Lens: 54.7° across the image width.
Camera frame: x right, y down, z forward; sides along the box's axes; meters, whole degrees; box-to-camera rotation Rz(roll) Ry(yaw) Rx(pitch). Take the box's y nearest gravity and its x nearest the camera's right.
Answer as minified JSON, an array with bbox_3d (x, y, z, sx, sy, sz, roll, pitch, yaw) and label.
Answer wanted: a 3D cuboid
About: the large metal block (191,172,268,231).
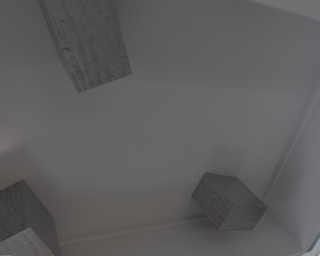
[{"bbox_3d":[0.113,0.121,0.509,0.081,0.080,0.050,14,111,-34],"label":"large metal block"}]

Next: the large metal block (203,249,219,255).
[{"bbox_3d":[0.117,0.312,0.633,0.050,0.080,0.080,-25,128,-13],"label":"large metal block"}]

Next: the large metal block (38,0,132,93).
[{"bbox_3d":[-0.071,-0.090,0.279,0.050,0.080,0.080,-23,127,-15],"label":"large metal block"}]

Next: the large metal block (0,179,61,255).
[{"bbox_3d":[-0.160,0.122,0.361,0.050,0.080,0.080,-27,128,-12],"label":"large metal block"}]
